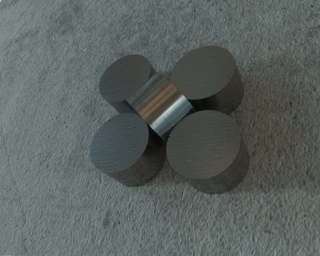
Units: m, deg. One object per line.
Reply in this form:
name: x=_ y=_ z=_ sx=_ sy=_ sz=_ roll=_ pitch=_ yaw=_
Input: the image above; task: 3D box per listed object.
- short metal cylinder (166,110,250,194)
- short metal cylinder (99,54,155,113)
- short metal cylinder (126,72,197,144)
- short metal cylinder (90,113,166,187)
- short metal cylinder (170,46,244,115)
short metal cylinder: x=0.054 y=0.027 z=0.342 sx=0.080 sy=0.050 sz=0.080 roll=-13 pitch=56 yaw=20
short metal cylinder: x=-0.039 y=-0.058 z=0.442 sx=0.080 sy=0.050 sz=0.080 roll=-13 pitch=56 yaw=20
short metal cylinder: x=0.004 y=-0.022 z=0.381 sx=0.050 sy=0.080 sz=0.080 roll=-43 pitch=51 yaw=-1
short metal cylinder: x=-0.039 y=0.028 z=0.390 sx=0.080 sy=0.050 sz=0.080 roll=-13 pitch=56 yaw=20
short metal cylinder: x=0.060 y=-0.056 z=0.389 sx=0.080 sy=0.050 sz=0.080 roll=-13 pitch=56 yaw=20
